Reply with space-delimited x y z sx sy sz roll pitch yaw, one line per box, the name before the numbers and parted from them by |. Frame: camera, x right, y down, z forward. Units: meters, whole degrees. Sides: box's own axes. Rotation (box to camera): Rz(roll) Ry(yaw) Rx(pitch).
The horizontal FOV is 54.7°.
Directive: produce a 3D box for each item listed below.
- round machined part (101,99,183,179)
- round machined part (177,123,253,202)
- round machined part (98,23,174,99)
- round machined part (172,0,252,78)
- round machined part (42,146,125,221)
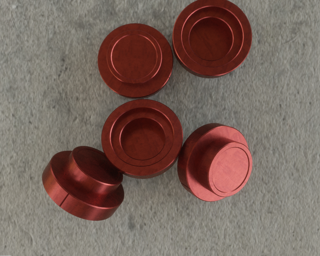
round machined part | -0.021 0.016 0.391 0.099 0.042 0.098 0 69 1
round machined part | 0.074 0.045 0.381 0.099 0.042 0.097 -7 105 -28
round machined part | -0.032 -0.088 0.401 0.099 0.042 0.097 0 90 -1
round machined part | 0.065 -0.113 0.402 0.099 0.042 0.097 0 90 -1
round machined part | -0.084 0.059 0.369 0.098 0.098 0.042 36 106 0
